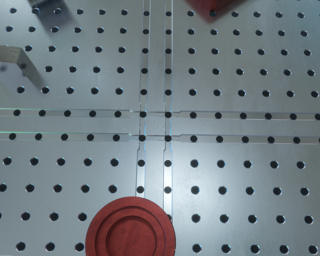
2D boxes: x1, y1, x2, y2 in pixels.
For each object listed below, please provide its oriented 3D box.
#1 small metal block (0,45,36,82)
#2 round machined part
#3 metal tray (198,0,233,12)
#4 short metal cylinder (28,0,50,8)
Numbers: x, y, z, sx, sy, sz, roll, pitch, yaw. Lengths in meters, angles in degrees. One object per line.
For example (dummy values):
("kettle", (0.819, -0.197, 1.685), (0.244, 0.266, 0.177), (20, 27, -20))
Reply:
("small metal block", (-0.210, -0.089, 0.429), (0.050, 0.050, 0.025), (7, 70, 2))
("round machined part", (-0.032, 0.130, 0.355), (0.099, 0.042, 0.098), (0, 70, -1))
("metal tray", (0.107, -0.256, 0.504), (0.131, 0.030, 0.090), (-35, 74, -12))
("short metal cylinder", (-0.191, -0.229, 0.464), (0.050, 0.080, 0.080), (-31, 73, -11))
